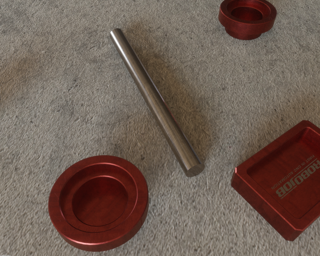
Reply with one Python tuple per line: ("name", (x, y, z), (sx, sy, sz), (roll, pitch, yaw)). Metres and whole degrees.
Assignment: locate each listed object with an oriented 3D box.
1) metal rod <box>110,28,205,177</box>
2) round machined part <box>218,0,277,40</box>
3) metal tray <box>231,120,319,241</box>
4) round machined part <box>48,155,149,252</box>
("metal rod", (-0.017, -0.056, 0.449), (0.025, 0.025, 0.300), (-18, 52, -15))
("round machined part", (0.155, -0.195, 0.558), (0.099, 0.042, 0.098), (0, 50, 0))
("metal tray", (0.160, 0.054, 0.356), (0.131, 0.030, 0.090), (-29, 56, -23))
("round machined part", (-0.061, 0.080, 0.324), (0.099, 0.042, 0.098), (0, 50, 0))
